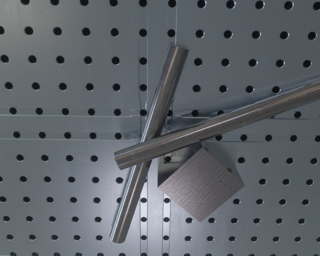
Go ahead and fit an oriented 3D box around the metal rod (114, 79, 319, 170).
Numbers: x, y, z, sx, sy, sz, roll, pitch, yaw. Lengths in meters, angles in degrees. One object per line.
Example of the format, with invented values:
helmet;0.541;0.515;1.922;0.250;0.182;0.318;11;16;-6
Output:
metal rod;0.088;-0.008;0.395;0.301;0.025;0.025;-20;109;0

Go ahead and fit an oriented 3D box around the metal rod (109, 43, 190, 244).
metal rod;-0.021;0.034;0.425;0.025;0.025;0.298;16;109;-6

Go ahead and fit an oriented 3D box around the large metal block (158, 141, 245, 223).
large metal block;0.054;0.068;0.426;0.080;0.050;0.080;42;105;-14
